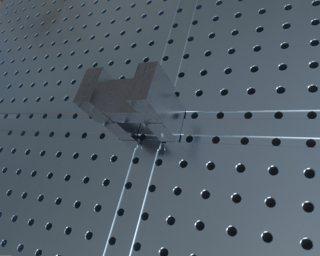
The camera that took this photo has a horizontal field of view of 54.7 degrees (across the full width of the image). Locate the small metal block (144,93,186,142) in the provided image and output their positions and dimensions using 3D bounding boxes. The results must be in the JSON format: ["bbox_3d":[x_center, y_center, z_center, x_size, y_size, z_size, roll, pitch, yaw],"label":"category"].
[{"bbox_3d":[0.008,-0.016,0.396,0.025,0.050,0.050,-1,62,28],"label":"small metal block"}]

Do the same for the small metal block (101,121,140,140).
[{"bbox_3d":[-0.050,-0.017,0.426,0.025,0.050,0.050,1,62,28],"label":"small metal block"}]

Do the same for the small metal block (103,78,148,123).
[{"bbox_3d":[-0.036,-0.034,0.383,0.050,0.025,0.050,1,62,28],"label":"small metal block"}]

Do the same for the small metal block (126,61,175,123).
[{"bbox_3d":[-0.009,-0.040,0.354,0.025,0.050,0.050,1,62,29],"label":"small metal block"}]

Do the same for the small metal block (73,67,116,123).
[{"bbox_3d":[-0.075,-0.040,0.389,0.025,0.050,0.050,1,62,29],"label":"small metal block"}]
